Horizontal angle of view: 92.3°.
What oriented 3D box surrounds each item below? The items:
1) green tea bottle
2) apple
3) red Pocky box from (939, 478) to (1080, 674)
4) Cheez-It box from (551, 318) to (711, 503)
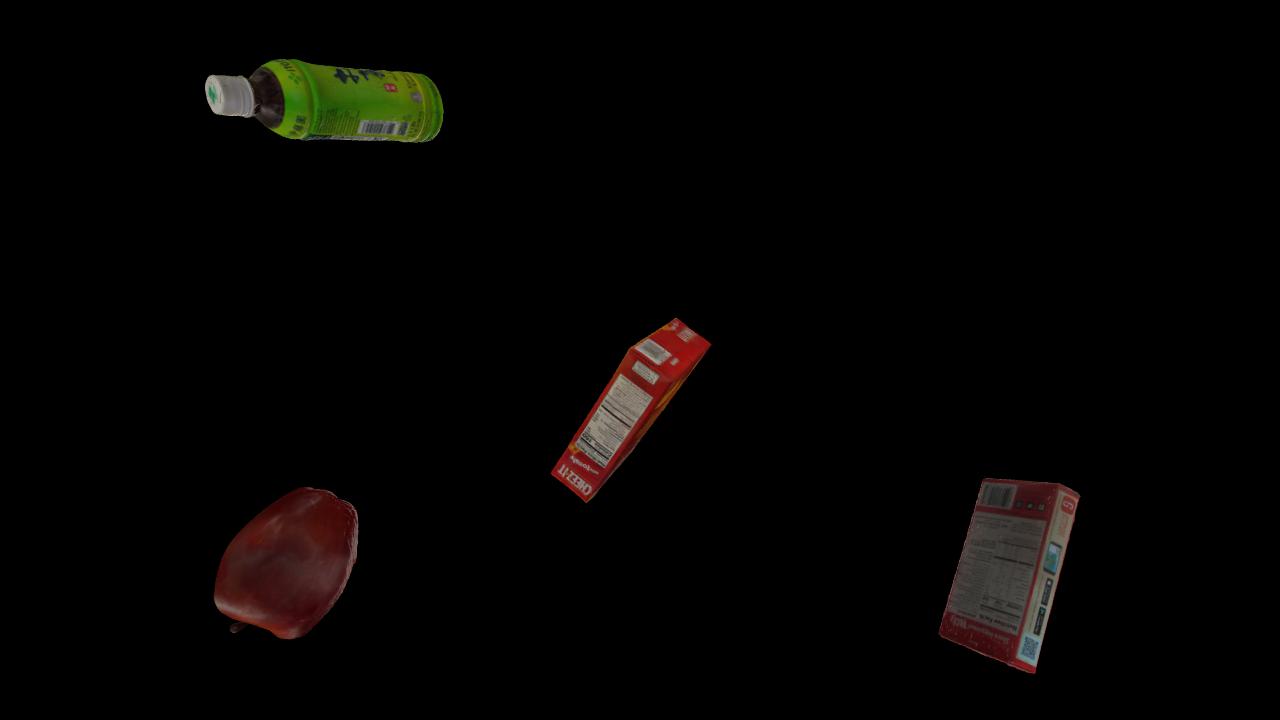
[{"bbox_3d":[-0.290,-0.244,0.586,0.073,0.073,0.212,0,17,33],"label":"green tea bottle"},{"bbox_3d":[-0.223,0.129,0.392,0.079,0.093,0.079,15,-37,12],"label":"apple"},{"bbox_3d":[0.321,0.181,0.538,0.028,0.155,0.083,27,-13,-12],"label":"red Pocky box"},{"bbox_3d":[-0.011,0.063,0.816,0.071,0.223,0.166,38,27,8],"label":"Cheez-It box"}]
